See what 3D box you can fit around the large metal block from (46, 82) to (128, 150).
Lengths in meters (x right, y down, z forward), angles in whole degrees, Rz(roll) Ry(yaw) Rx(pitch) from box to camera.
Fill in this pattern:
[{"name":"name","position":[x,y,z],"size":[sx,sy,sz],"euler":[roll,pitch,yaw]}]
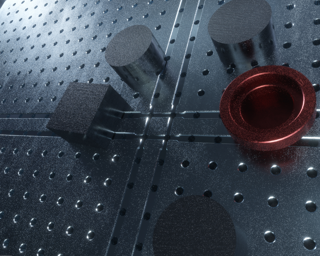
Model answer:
[{"name":"large metal block","position":[-0.107,-0.020,0.461],"size":[0.080,0.050,0.080],"euler":[8,66,31]}]

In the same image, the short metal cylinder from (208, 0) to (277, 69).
[{"name":"short metal cylinder","position":[0.110,-0.126,0.412],"size":[0.080,0.050,0.080],"euler":[-13,56,21]}]

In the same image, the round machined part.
[{"name":"round machined part","position":[0.120,-0.018,0.346],"size":[0.098,0.042,0.098],"euler":[-13,56,21]}]

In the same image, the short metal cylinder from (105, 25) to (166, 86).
[{"name":"short metal cylinder","position":[-0.037,-0.112,0.481],"size":[0.080,0.050,0.080],"euler":[-13,56,21]}]

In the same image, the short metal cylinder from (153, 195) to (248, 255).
[{"name":"short metal cylinder","position":[0.040,0.112,0.303],"size":[0.080,0.050,0.080],"euler":[-13,56,21]}]
